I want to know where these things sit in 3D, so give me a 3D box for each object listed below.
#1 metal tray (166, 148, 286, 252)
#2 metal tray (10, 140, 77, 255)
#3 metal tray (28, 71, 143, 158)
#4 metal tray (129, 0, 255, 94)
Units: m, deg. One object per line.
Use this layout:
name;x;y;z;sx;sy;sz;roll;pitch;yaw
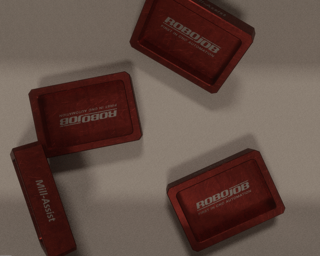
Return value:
metal tray;0.085;0.093;0.410;0.131;0.030;0.090;-24;90;-1
metal tray;-0.144;0.085;0.375;0.030;0.090;0.129;-19;90;-28
metal tray;-0.095;-0.017;0.407;0.131;0.030;0.089;-11;90;-1
metal tray;0.037;-0.112;0.383;0.130;0.030;0.089;30;131;-1
